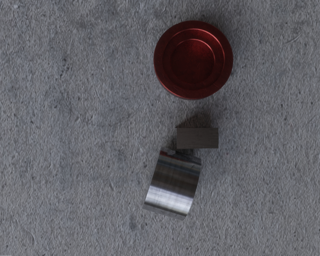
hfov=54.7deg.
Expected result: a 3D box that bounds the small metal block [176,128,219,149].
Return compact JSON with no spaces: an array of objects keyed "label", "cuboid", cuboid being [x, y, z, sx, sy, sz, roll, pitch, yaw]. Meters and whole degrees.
[{"label":"small metal block","cuboid":[0.045,0.012,0.398,0.050,0.050,0.025,-1,90,0]}]

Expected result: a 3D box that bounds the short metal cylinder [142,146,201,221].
[{"label":"short metal cylinder","cuboid":[0.014,0.068,0.383,0.050,0.080,0.080,17,90,0]}]

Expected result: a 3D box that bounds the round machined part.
[{"label":"round machined part","cuboid":[0.041,-0.084,0.402,0.099,0.042,0.097,0,90,0]}]
